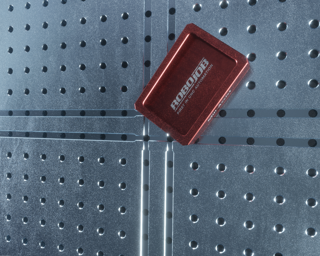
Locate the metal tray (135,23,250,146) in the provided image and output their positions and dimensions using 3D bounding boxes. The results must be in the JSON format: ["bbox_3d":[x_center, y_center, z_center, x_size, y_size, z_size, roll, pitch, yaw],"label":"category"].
[{"bbox_3d":[0.039,-0.054,0.396,0.090,0.030,0.130,38,102,16],"label":"metal tray"}]
